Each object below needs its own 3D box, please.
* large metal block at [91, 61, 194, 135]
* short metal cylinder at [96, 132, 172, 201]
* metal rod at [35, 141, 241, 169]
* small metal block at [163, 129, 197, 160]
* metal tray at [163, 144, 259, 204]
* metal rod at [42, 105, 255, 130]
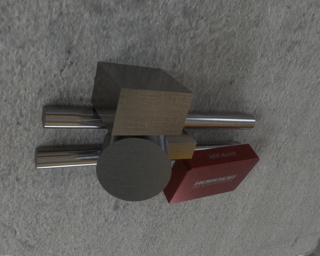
[{"bbox_3d":[-0.023,-0.033,0.342,0.081,0.080,0.050,1,118,-29],"label":"large metal block"},{"bbox_3d":[-0.029,0.036,0.354,0.081,0.050,0.079,-1,114,-2],"label":"short metal cylinder"},{"bbox_3d":[-0.009,0.034,0.426,0.303,0.025,0.025,0,119,-29],"label":"metal rod"},{"bbox_3d":[0.012,0.017,0.411,0.050,0.050,0.025,1,118,-29],"label":"small metal block"},{"bbox_3d":[0.077,0.070,0.474,0.131,0.030,0.089,-5,138,-28],"label":"metal tray"},{"bbox_3d":[0.007,-0.011,0.407,0.303,0.025,0.025,1,118,-29],"label":"metal rod"}]
